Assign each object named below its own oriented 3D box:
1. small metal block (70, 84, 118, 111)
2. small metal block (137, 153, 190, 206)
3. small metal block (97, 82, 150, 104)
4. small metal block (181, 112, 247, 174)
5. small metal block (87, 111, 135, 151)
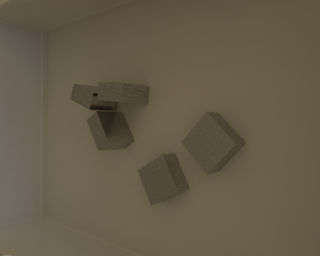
[{"bbox_3d":[-0.099,-0.046,0.472,0.050,0.050,0.025,26,107,37],"label":"small metal block"},{"bbox_3d":[0.004,0.067,0.404,0.050,0.025,0.050,-35,69,34],"label":"small metal block"},{"bbox_3d":[-0.051,-0.048,0.433,0.050,0.050,0.025,8,95,40],"label":"small metal block"},{"bbox_3d":[0.061,0.017,0.357,0.050,0.025,0.050,52,120,27],"label":"small metal block"},{"bbox_3d":[-0.071,0.004,0.449,0.025,0.050,0.050,-38,67,34],"label":"small metal block"}]
